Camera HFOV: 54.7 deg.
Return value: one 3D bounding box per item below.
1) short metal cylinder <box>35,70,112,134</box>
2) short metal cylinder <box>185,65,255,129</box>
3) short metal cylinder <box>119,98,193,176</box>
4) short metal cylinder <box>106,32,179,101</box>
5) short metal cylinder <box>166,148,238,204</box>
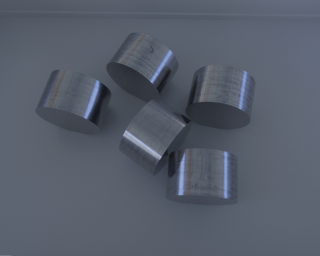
[{"bbox_3d":[-0.107,-0.031,0.391,0.080,0.080,0.050,13,71,4],"label":"short metal cylinder"},{"bbox_3d":[0.077,-0.037,0.394,0.080,0.080,0.050,12,71,4],"label":"short metal cylinder"},{"bbox_3d":[-0.004,0.011,0.376,0.050,0.080,0.080,35,74,12],"label":"short metal cylinder"},{"bbox_3d":[-0.023,-0.078,0.409,0.080,0.080,0.050,28,73,9],"label":"short metal cylinder"},{"bbox_3d":[0.049,0.059,0.359,0.080,0.080,0.050,4,70,1],"label":"short metal cylinder"}]
